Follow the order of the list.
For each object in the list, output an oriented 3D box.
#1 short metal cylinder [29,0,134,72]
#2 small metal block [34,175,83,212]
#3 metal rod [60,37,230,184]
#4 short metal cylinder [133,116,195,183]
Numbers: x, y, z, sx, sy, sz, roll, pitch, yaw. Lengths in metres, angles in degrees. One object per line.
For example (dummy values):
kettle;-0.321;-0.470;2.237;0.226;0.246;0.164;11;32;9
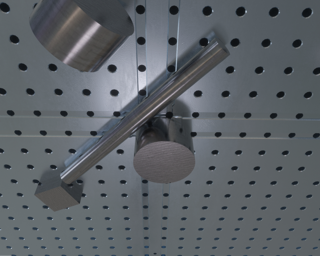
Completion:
short metal cylinder;-0.071;-0.099;0.290;0.080;0.080;0.050;35;122;-26
small metal block;-0.163;0.105;0.500;0.050;0.025;0.050;-20;128;16
metal rod;-0.037;-0.007;0.405;0.025;0.025;0.299;37;121;-27
short metal cylinder;0.006;0.030;0.421;0.081;0.050;0.079;0;130;0
